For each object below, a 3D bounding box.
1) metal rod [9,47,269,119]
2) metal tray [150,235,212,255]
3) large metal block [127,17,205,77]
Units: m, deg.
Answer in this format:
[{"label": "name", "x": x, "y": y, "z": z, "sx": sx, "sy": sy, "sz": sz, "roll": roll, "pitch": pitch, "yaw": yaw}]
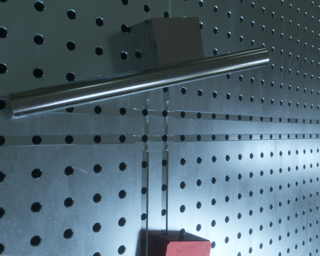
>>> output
[{"label": "metal rod", "x": -0.004, "y": -0.057, "z": 0.348, "sx": 0.302, "sy": 0.025, "sz": 0.025, "roll": -15, "pitch": 100, "yaw": -21}, {"label": "metal tray", "x": 0.022, "y": 0.218, "z": 0.427, "sx": 0.091, "sy": 0.030, "sz": 0.129, "roll": 17, "pitch": 79, "yaw": -39}, {"label": "large metal block", "x": 0.011, "y": -0.097, "z": 0.404, "sx": 0.081, "sy": 0.050, "sz": 0.079, "roll": -18, "pitch": 102, "yaw": -39}]
